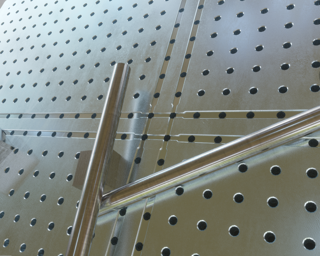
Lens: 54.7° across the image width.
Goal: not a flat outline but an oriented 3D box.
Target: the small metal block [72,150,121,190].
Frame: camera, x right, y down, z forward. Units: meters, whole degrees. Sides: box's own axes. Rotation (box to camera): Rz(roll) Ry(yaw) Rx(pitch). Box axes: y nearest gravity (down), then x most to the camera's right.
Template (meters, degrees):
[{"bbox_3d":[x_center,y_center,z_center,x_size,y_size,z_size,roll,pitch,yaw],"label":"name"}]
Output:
[{"bbox_3d":[-0.085,0.057,0.418,0.050,0.025,0.050,-8,58,24],"label":"small metal block"}]

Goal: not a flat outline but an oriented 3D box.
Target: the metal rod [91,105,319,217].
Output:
[{"bbox_3d":[0.040,0.046,0.358,0.301,0.025,0.025,-24,53,13],"label":"metal rod"}]

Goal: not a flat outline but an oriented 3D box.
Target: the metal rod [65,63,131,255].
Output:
[{"bbox_3d":[-0.075,0.040,0.390,0.025,0.025,0.300,-6,58,25],"label":"metal rod"}]

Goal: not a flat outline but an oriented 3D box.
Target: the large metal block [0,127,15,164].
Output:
[{"bbox_3d":[-0.312,0.035,0.535,0.080,0.050,0.080,-50,52,-7],"label":"large metal block"}]
